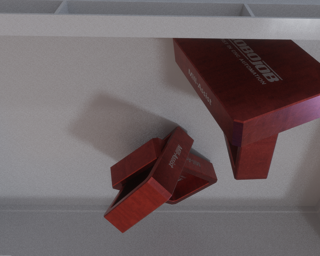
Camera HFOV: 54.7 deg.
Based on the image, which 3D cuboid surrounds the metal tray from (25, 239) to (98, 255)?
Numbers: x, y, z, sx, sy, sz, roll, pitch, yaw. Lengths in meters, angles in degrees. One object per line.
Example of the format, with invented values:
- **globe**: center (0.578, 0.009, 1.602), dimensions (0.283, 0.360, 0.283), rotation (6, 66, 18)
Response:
- **metal tray**: center (-0.204, 0.280, 0.644), dimensions (0.130, 0.030, 0.090), rotation (-19, 128, 15)

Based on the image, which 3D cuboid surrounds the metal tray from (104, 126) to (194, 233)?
- **metal tray**: center (-0.010, 0.059, 0.389), dimensions (0.030, 0.130, 0.090), rotation (43, 120, -6)

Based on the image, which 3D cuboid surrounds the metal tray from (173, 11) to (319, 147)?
- **metal tray**: center (0.076, -0.052, 0.275), dimensions (0.091, 0.130, 0.030), rotation (-20, 139, -8)

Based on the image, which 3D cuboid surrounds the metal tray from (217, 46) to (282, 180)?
- **metal tray**: center (0.086, -0.023, 0.321), dimensions (0.030, 0.130, 0.089), rotation (-2, 130, 2)

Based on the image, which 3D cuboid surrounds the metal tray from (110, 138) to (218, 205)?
- **metal tray**: center (0.008, 0.066, 0.437), dimensions (0.090, 0.030, 0.131), rotation (-35, 138, 28)
